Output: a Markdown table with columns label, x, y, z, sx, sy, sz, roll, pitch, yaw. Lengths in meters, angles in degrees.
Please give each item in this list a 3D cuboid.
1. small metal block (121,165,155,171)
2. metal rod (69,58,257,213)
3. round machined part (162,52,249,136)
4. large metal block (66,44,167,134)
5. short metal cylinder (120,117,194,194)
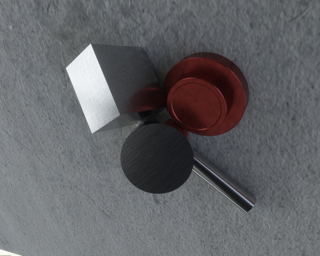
| label | x | y | z | sx | sy | sz | roll | pitch | yaw |
| --- | --- | --- | --- | --- | --- | --- | --- | --- | --- |
| small metal block | -0.017 | 0.043 | 0.427 | 0.050 | 0.050 | 0.025 | -23 | 105 | 35 |
| metal rod | 0.001 | 0.008 | 0.412 | 0.300 | 0.025 | 0.025 | 38 | 129 | 1 |
| round machined part | 0.047 | -0.032 | 0.351 | 0.098 | 0.042 | 0.097 | 13 | 124 | 20 |
| large metal block | -0.047 | -0.046 | 0.354 | 0.050 | 0.081 | 0.080 | -29 | 81 | 39 |
| short metal cylinder | -0.001 | 0.030 | 0.362 | 0.080 | 0.050 | 0.079 | 1 | 101 | 5 |
